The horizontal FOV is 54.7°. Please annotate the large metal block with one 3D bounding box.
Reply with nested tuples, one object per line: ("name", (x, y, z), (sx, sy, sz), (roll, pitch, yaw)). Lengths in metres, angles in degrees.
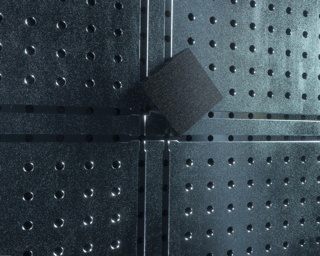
("large metal block", (0.022, -0.045, 0.408), (0.080, 0.050, 0.080), (-41, 104, -16))
